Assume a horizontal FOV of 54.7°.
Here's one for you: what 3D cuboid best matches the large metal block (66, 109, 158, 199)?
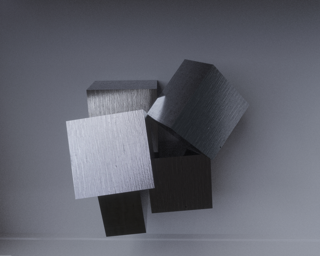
[{"bbox_3d":[-0.049,0.028,0.337,0.080,0.050,0.080,-9,85,3],"label":"large metal block"}]

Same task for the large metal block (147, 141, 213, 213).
[{"bbox_3d":[0.025,0.064,0.418,0.080,0.050,0.079,-5,110,1],"label":"large metal block"}]

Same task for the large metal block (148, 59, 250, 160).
[{"bbox_3d":[0.045,-0.021,0.362,0.080,0.050,0.080,37,85,-37],"label":"large metal block"}]

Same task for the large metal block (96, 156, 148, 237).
[{"bbox_3d":[-0.047,0.083,0.410,0.050,0.080,0.079,-6,110,2],"label":"large metal block"}]

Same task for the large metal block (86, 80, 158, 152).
[{"bbox_3d":[-0.043,-0.016,0.390,0.081,0.050,0.079,-1,110,0],"label":"large metal block"}]
